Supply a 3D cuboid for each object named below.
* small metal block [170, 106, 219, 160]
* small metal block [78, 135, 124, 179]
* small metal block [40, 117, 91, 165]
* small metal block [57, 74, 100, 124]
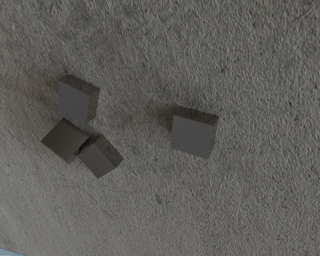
[{"bbox_3d":[0.043,0.006,0.388,0.050,0.025,0.050,16,125,18],"label":"small metal block"},{"bbox_3d":[-0.093,0.046,0.484,0.050,0.025,0.050,-33,100,38],"label":"small metal block"},{"bbox_3d":[-0.143,0.020,0.475,0.050,0.050,0.025,37,160,5],"label":"small metal block"},{"bbox_3d":[-0.117,-0.041,0.443,0.050,0.025,0.050,27,128,11],"label":"small metal block"}]
